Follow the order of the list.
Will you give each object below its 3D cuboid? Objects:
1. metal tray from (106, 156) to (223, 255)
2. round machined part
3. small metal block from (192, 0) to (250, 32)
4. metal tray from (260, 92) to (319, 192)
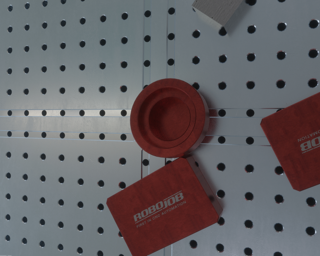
[{"bbox_3d":[0.004,0.104,0.409,0.130,0.030,0.090,-32,80,17],"label":"metal tray"},{"bbox_3d":[0.015,-0.010,0.393,0.098,0.042,0.097,-3,81,23],"label":"round machined part"},{"bbox_3d":[0.077,-0.157,0.385,0.050,0.025,0.050,40,102,15],"label":"small metal block"},{"bbox_3d":[0.191,0.004,0.342,0.130,0.030,0.090,-27,81,18],"label":"metal tray"}]
